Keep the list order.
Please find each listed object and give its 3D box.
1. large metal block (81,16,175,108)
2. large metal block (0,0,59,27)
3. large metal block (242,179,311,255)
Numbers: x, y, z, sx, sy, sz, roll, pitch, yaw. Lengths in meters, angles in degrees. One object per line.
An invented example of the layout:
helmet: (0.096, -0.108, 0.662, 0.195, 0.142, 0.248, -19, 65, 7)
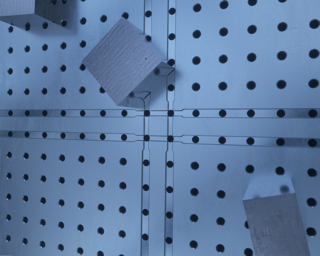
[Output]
large metal block: (-0.042, -0.084, 0.415, 0.080, 0.050, 0.080, -43, 77, 15)
large metal block: (-0.204, -0.203, 0.472, 0.080, 0.050, 0.080, 4, 91, 20)
large metal block: (0.128, 0.106, 0.338, 0.050, 0.080, 0.080, -14, 86, 20)
